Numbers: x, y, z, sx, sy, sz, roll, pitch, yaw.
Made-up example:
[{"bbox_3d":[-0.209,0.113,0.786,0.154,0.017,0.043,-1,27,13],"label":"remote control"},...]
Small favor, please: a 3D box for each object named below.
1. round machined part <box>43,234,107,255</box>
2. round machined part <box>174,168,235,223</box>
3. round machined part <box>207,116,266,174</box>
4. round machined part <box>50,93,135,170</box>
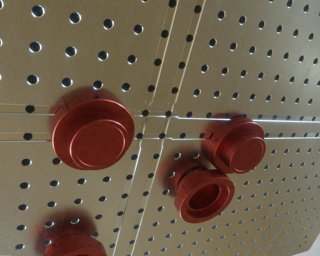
[{"bbox_3d":[-0.128,0.196,0.452,0.099,0.042,0.097,-14,125,-21],"label":"round machined part"},{"bbox_3d":[0.068,0.104,0.501,0.099,0.042,0.097,-14,127,-18],"label":"round machined part"},{"bbox_3d":[0.128,0.034,0.494,0.099,0.042,0.097,-14,124,-21],"label":"round machined part"},{"bbox_3d":[-0.076,0.011,0.367,0.099,0.042,0.097,-14,124,-21],"label":"round machined part"}]
